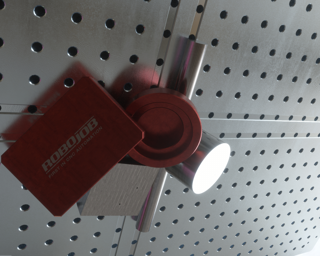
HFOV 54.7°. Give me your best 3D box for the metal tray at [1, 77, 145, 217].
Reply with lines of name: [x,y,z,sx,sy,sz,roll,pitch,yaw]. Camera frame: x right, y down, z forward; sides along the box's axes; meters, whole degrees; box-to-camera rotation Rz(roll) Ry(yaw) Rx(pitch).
metal tray: [-0.092,0.020,0.338,0.130,0.030,0.090,-44,91,2]

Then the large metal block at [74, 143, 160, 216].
large metal block: [-0.059,0.066,0.404,0.081,0.050,0.079,11,113,-33]

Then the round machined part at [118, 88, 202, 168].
round machined part: [0.000,-0.003,0.382,0.099,0.042,0.097,0,115,0]

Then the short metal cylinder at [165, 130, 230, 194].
short metal cylinder: [0.054,0.045,0.435,0.081,0.050,0.079,-31,138,-33]

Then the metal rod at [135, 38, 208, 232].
metal rod: [0.009,0.027,0.434,0.025,0.025,0.298,1,118,-29]
